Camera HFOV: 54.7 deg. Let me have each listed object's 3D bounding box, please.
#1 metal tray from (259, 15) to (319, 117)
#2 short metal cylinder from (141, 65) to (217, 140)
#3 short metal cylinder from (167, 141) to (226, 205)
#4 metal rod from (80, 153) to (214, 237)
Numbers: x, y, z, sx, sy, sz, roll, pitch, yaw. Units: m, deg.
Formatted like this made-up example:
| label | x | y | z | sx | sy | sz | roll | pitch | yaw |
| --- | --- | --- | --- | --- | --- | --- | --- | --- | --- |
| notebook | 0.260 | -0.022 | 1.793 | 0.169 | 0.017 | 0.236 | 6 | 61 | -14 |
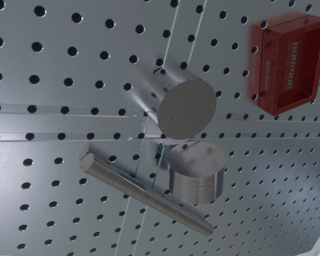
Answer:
| label | x | y | z | sx | sy | sz | roll | pitch | yaw |
| --- | --- | --- | --- | --- | --- | --- | --- | --- | --- |
| metal tray | 0.196 | -0.090 | 0.459 | 0.091 | 0.030 | 0.129 | -21 | 127 | -16 |
| short metal cylinder | 0.023 | -0.032 | 0.388 | 0.081 | 0.050 | 0.079 | -14 | 124 | -21 |
| short metal cylinder | 0.052 | 0.062 | 0.443 | 0.081 | 0.080 | 0.050 | -17 | 125 | -19 |
| metal rod | -0.001 | 0.116 | 0.482 | 0.025 | 0.025 | 0.301 | -47 | 129 | 5 |
